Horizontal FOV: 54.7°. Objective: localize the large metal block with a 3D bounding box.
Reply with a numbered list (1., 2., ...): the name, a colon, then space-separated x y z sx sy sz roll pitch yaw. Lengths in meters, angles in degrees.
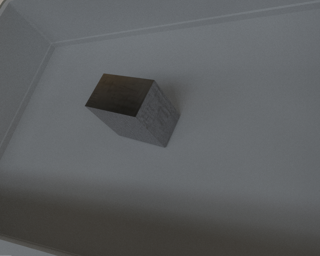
1. large metal block: -0.033 -0.022 0.397 0.080 0.080 0.050 13 69 33
